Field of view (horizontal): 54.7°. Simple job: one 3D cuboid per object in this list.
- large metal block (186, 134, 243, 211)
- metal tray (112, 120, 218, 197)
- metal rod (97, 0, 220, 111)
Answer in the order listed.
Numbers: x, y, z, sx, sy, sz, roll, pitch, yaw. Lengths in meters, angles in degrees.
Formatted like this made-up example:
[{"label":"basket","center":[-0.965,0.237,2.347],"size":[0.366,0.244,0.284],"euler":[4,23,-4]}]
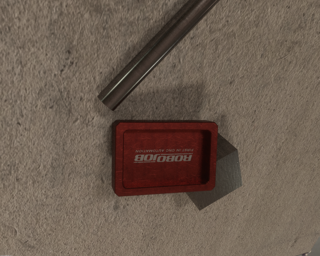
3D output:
[{"label":"large metal block","center":[0.075,0.067,0.475],"size":[0.080,0.050,0.080],"euler":[-27,128,-12]},{"label":"metal tray","center":[0.006,0.035,0.393],"size":[0.131,0.030,0.089],"euler":[0,96,-16]},{"label":"metal rod","center":[0.042,-0.135,0.347],"size":[0.300,0.025,0.025],"euler":[-46,130,3]}]
